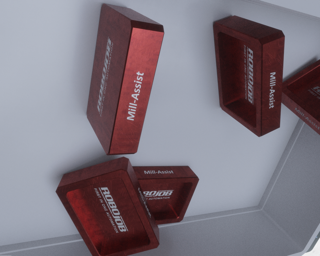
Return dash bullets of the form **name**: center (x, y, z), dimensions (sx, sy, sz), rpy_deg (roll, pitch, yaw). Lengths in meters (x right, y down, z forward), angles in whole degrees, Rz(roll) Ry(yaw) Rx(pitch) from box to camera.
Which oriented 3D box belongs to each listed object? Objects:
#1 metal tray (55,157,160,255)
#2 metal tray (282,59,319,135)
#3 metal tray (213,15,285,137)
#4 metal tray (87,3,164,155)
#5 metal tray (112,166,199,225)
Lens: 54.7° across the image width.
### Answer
- **metal tray**: center (-0.063, 0.108, 0.399), dimensions (0.090, 0.030, 0.129), rpy_deg (-17, 114, 6)
- **metal tray**: center (0.249, -0.038, 0.447), dimensions (0.090, 0.130, 0.030), rpy_deg (-32, 141, -3)
- **metal tray**: center (0.108, -0.064, 0.385), dimensions (0.030, 0.090, 0.129), rpy_deg (-24, 127, -14)
- **metal tray**: center (-0.041, -0.049, 0.313), dimensions (0.030, 0.090, 0.129), rpy_deg (0, 119, -28)
- **metal tray**: center (-0.014, 0.102, 0.460), dimensions (0.131, 0.030, 0.089), rpy_deg (4, 117, -30)
